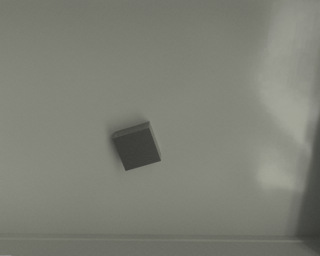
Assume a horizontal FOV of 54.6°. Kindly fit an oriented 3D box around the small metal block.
[{"bbox_3d":[-0.030,0.025,0.420,0.050,0.025,0.050,-17,109,6],"label":"small metal block"}]
